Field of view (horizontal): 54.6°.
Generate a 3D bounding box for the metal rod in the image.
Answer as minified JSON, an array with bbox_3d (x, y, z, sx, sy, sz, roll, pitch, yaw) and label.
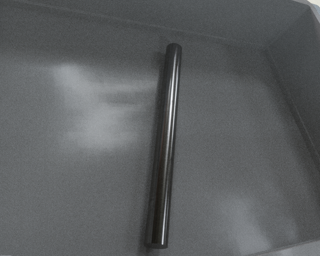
[{"bbox_3d":[0.009,0.000,0.407,0.025,0.025,0.300,18,55,-18],"label":"metal rod"}]
